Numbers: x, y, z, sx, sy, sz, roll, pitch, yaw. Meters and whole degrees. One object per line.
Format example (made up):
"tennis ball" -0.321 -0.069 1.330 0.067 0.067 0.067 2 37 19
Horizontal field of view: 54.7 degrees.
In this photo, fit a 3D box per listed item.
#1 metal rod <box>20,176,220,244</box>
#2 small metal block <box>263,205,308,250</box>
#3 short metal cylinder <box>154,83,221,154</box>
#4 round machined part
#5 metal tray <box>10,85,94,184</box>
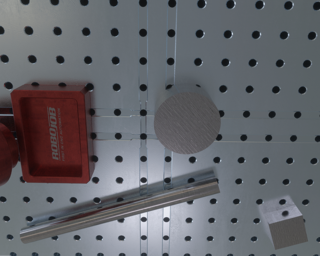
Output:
"metal rod" -0.061 0.122 0.457 0.301 0.025 0.025 -16 110 5
"small metal block" 0.191 0.152 0.471 0.050 0.025 0.050 -17 109 6
"short metal cylinder" 0.033 -0.013 0.396 0.081 0.050 0.079 0 110 0
"round machined part" -0.222 0.029 0.399 0.098 0.042 0.097 9 109 27
"metal tray" -0.139 0.010 0.412 0.091 0.030 0.129 1 110 -1
